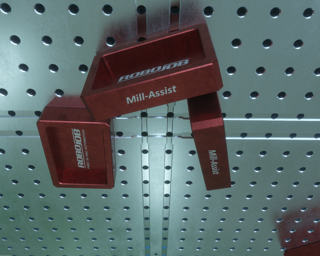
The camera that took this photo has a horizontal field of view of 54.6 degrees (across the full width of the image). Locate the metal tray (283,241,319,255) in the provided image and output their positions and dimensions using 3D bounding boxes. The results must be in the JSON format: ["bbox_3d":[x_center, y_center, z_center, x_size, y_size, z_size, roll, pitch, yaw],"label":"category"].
[{"bbox_3d":[0.320,0.270,0.600,0.130,0.090,0.030,-26,125,20],"label":"metal tray"}]

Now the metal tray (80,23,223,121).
[{"bbox_3d":[-0.008,-0.059,0.318,0.130,0.090,0.030,-13,129,11],"label":"metal tray"}]

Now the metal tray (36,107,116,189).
[{"bbox_3d":[-0.111,0.032,0.434,0.091,0.030,0.129,2,130,-2],"label":"metal tray"}]

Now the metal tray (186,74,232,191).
[{"bbox_3d":[0.056,0.002,0.357,0.030,0.090,0.130,-10,139,9],"label":"metal tray"}]
